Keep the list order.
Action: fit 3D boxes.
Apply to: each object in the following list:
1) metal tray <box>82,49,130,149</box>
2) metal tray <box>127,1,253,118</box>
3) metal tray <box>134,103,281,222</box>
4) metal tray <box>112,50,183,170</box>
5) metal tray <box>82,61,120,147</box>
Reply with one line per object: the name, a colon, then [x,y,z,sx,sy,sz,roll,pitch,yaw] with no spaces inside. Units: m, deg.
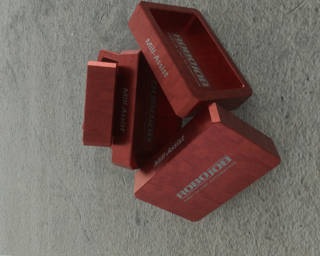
metal tray: [-0.063,-0.041,0.453,0.090,0.030,0.129,25,106,36]
metal tray: [0.032,-0.076,0.333,0.030,0.091,0.130,-49,60,45]
metal tray: [0.045,0.043,0.325,0.129,0.090,0.030,-46,28,30]
metal tray: [-0.010,-0.021,0.371,0.030,0.091,0.129,8,96,39]
metal tray: [-0.070,-0.030,0.388,0.130,0.030,0.089,-140,54,-83]
